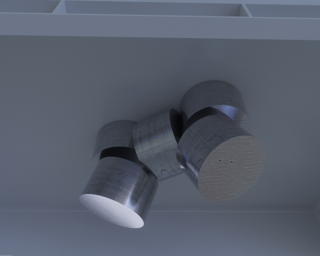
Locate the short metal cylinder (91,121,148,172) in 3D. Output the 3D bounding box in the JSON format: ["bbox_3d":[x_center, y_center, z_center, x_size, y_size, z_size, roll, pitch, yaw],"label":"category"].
[{"bbox_3d":[-0.049,0.037,0.421,0.081,0.050,0.079,0,130,0],"label":"short metal cylinder"}]

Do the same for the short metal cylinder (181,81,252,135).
[{"bbox_3d":[0.067,-0.011,0.382,0.081,0.050,0.079,0,130,0],"label":"short metal cylinder"}]

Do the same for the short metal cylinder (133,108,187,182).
[{"bbox_3d":[0.009,0.022,0.389,0.050,0.080,0.080,-23,127,18],"label":"short metal cylinder"}]

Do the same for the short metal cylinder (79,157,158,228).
[{"bbox_3d":[-0.048,0.078,0.372,0.080,0.050,0.080,15,145,12],"label":"short metal cylinder"}]

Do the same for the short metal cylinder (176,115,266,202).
[{"bbox_3d":[0.065,0.032,0.333,0.081,0.050,0.079,-11,120,-19],"label":"short metal cylinder"}]
